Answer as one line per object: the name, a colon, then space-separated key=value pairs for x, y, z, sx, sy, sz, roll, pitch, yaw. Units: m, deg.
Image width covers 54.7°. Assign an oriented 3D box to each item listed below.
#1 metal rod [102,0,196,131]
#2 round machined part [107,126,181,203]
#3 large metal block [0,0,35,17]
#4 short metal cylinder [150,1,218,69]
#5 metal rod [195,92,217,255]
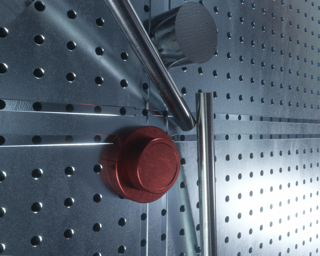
metal rod: x=-0.024 y=-0.101 z=0.351 sx=0.025 sy=0.025 sz=0.299 roll=-56 pitch=134 yaw=-25
round machined part: x=-0.013 y=0.046 z=0.389 sx=0.099 sy=0.042 sz=0.097 roll=0 pitch=90 yaw=-40
large metal block: x=-0.132 y=-0.165 z=0.283 sx=0.080 sy=0.050 sz=0.080 roll=45 pitch=63 yaw=-31
short metal cylinder: x=0.033 y=-0.124 z=0.422 sx=0.081 sy=0.050 sz=0.079 roll=0 pitch=90 yaw=-40
metal rod: x=0.070 y=0.098 z=0.456 sx=0.025 sy=0.025 sz=0.298 roll=-10 pitch=101 yaw=-40
